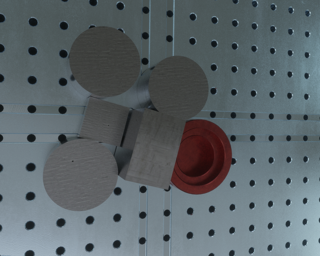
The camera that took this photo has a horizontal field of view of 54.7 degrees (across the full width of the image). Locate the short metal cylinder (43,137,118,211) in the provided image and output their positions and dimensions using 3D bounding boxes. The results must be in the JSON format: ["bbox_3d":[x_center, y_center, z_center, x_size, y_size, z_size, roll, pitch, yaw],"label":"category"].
[{"bbox_3d":[-0.094,0.051,0.364,0.081,0.050,0.080,0,90,-20],"label":"short metal cylinder"}]

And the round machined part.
[{"bbox_3d":[0.044,0.037,0.420,0.099,0.042,0.097,0,90,-20],"label":"round machined part"}]

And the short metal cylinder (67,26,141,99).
[{"bbox_3d":[-0.069,-0.075,0.373,0.081,0.050,0.080,0,90,-20],"label":"short metal cylinder"}]

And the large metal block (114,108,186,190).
[{"bbox_3d":[-0.017,0.023,0.374,0.050,0.080,0.080,17,85,-19],"label":"large metal block"}]

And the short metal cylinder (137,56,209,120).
[{"bbox_3d":[0.016,-0.049,0.405,0.081,0.050,0.080,0,90,-20],"label":"short metal cylinder"}]

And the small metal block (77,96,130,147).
[{"bbox_3d":[-0.071,-0.007,0.386,0.050,0.025,0.050,16,85,-20],"label":"small metal block"}]
